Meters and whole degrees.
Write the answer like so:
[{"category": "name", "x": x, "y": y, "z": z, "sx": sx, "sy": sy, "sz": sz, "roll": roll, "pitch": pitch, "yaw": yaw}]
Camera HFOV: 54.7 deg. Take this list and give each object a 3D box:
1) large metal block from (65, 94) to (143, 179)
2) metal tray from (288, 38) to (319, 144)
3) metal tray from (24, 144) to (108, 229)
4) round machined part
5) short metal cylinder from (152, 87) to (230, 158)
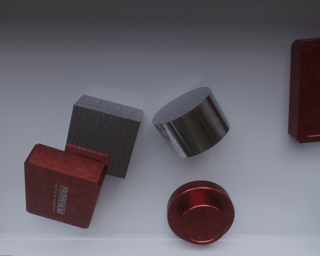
[{"category": "large metal block", "x": -0.073, "y": 0.010, "z": 0.401, "sx": 0.081, "sy": 0.050, "sz": 0.079, "roll": 15, "pitch": 109, "yaw": -6}, {"category": "metal tray", "x": 0.216, "y": -0.049, "z": 0.393, "sx": 0.091, "sy": 0.030, "sz": 0.129, "roll": -6, "pitch": 110, "yaw": 1}, {"category": "metal tray", "x": -0.126, "y": 0.082, "z": 0.406, "sx": 0.091, "sy": 0.030, "sz": 0.129, "roll": 18, "pitch": 136, "yaw": -6}, {"category": "round machined part", "x": 0.060, "y": 0.129, "z": 0.451, "sx": 0.099, "sy": 0.042, "sz": 0.097, "roll": 0, "pitch": 110, "yaw": -1}, {"category": "short metal cylinder", "x": 0.038, "y": -0.008, "z": 0.380, "sx": 0.080, "sy": 0.080, "sz": 0.050, "roll": -29, "pitch": 108, "yaw": 10}]
